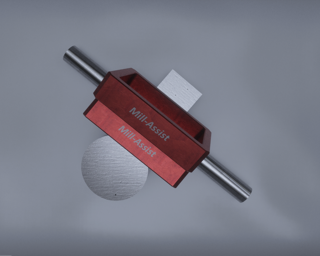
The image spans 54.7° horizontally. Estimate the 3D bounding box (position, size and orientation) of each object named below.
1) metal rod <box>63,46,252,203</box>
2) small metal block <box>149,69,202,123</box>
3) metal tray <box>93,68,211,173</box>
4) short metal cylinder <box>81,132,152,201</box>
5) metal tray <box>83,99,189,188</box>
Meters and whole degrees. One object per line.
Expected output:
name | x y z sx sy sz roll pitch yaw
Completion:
metal rod | -0.003 -0.005 0.411 0.300 0.025 0.025 39 90 -1
small metal block | 0.019 -0.041 0.410 0.050 0.025 0.050 41 90 -1
metal tray | -0.002 -0.015 0.352 0.130 0.090 0.030 39 107 -1
short metal cylinder | -0.052 0.045 0.391 0.080 0.050 0.079 1 97 5
metal tray | -0.024 0.014 0.377 0.130 0.090 0.030 39 90 -1
